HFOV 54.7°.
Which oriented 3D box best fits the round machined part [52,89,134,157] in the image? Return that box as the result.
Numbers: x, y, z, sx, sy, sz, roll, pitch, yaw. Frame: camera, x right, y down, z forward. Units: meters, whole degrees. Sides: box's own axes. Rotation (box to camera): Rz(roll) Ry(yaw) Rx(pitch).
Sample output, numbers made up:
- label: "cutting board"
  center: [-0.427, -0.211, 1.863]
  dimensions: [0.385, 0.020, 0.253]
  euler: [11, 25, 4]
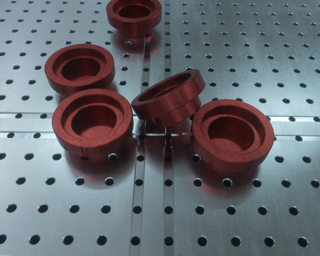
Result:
- label: "round machined part"
  center: [-0.083, -0.002, 0.397]
  dimensions: [0.099, 0.042, 0.098]
  euler: [0, 50, 0]

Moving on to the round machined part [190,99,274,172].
- label: "round machined part"
  center: [0.086, 0.013, 0.385]
  dimensions: [0.099, 0.042, 0.098]
  euler: [2, 51, -2]

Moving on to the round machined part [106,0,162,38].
- label: "round machined part"
  center: [-0.046, -0.202, 0.566]
  dimensions: [0.099, 0.042, 0.098]
  euler: [0, 50, 0]

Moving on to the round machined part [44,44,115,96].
- label: "round machined part"
  center: [-0.116, -0.080, 0.462]
  dimensions: [0.099, 0.042, 0.098]
  euler: [0, 50, 0]

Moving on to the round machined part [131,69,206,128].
- label: "round machined part"
  center: [0.015, -0.036, 0.406]
  dimensions: [0.098, 0.042, 0.098]
  euler: [-25, 18, 9]
